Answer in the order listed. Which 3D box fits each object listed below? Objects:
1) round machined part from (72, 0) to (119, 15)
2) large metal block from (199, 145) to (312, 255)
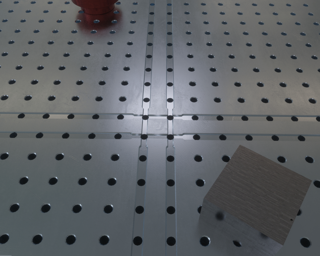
[{"bbox_3d":[-0.127,-0.262,0.615,0.099,0.042,0.098,0,50,0],"label":"round machined part"},{"bbox_3d":[0.099,0.077,0.327,0.080,0.050,0.080,28,55,21],"label":"large metal block"}]
